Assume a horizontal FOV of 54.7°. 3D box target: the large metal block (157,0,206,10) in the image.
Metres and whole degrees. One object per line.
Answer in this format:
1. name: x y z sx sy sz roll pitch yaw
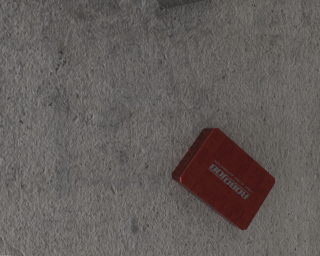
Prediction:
1. large metal block: 0.032 -0.211 0.407 0.081 0.050 0.080 -20 97 -19

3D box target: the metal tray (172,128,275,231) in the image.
1. metal tray: 0.093 0.072 0.441 0.130 0.030 0.090 40 77 -16
